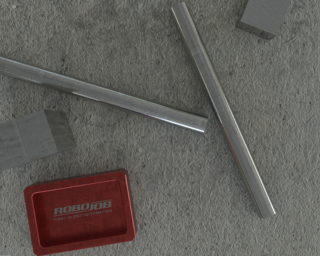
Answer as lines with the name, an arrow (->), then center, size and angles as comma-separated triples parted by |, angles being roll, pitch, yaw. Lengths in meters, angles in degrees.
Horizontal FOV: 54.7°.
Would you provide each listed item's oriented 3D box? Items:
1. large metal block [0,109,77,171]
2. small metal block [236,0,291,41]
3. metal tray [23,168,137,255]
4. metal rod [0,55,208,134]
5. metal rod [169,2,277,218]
large metal block -> -0.159, 0.015, 0.380 | 0.080, 0.080, 0.050 | -19, 90, 0
small metal block -> 0.136, -0.152, 0.412 | 0.050, 0.025, 0.050 | 22, 90, -1
metal tray -> -0.102, 0.109, 0.406 | 0.131, 0.030, 0.089 | -9, 90, -1
metal rod -> -0.085, -0.046, 0.408 | 0.302, 0.025, 0.025 | 17, 90, -1
metal rod -> 0.083, -0.023, 0.411 | 0.025, 0.025, 0.299 | -23, 90, 0
